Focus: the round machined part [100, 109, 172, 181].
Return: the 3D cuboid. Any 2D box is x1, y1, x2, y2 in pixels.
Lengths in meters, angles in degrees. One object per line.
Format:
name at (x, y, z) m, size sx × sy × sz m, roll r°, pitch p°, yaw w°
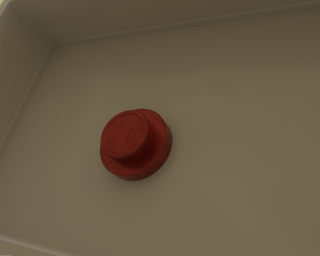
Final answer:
round machined part at (-0.037, 0.016, 0.403) m, size 0.098 × 0.042 × 0.098 m, roll -13°, pitch 56°, yaw 20°
